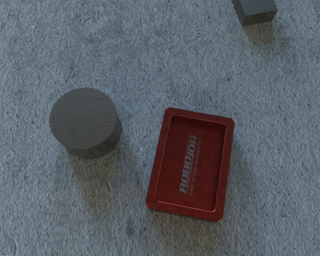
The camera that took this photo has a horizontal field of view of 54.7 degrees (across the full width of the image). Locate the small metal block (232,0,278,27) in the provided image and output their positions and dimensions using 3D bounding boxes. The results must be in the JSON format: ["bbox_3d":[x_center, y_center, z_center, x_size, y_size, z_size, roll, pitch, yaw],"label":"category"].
[{"bbox_3d":[0.146,-0.189,0.479,0.050,0.025,0.050,-12,71,-5],"label":"small metal block"}]

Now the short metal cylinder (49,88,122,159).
[{"bbox_3d":[-0.092,-0.005,0.396,0.081,0.050,0.080,0,70,0],"label":"short metal cylinder"}]

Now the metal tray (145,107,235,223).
[{"bbox_3d":[0.039,0.044,0.389,0.090,0.030,0.130,11,70,3],"label":"metal tray"}]
